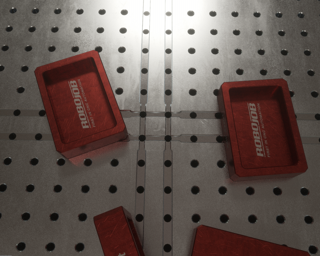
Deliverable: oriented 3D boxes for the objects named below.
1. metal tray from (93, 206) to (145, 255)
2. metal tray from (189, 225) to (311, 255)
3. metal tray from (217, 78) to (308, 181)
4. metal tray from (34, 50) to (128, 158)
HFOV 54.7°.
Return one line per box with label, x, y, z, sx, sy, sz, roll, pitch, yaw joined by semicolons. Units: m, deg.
metal tray;-0.027;0.152;0.321;0.030;0.090;0.130;-21;72;-7
metal tray;0.096;0.170;0.348;0.131;0.030;0.090;13;70;4
metal tray;0.131;0.001;0.410;0.091;0.030;0.129;-4;70;-2
metal tray;-0.107;-0.034;0.420;0.091;0.030;0.130;-20;71;-8
